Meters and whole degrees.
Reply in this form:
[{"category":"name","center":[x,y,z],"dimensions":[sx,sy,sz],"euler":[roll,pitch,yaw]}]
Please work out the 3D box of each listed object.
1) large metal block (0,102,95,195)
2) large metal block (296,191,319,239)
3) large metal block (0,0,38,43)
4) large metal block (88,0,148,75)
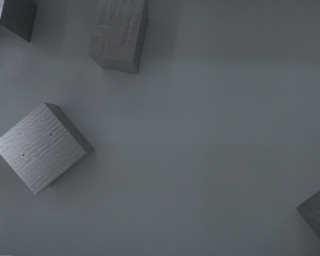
[{"category":"large metal block","center":[-0.145,0.025,0.398],"dimensions":[0.080,0.050,0.080],"euler":[-40,90,0]},{"category":"large metal block","center":[0.231,0.127,0.386],"dimensions":[0.050,0.080,0.080],"euler":[-37,90,0]},{"category":"large metal block","center":[-0.212,-0.149,0.382],"dimensions":[0.080,0.080,0.050],"euler":[12,90,0]},{"category":"large metal block","center":[-0.047,-0.116,0.383],"dimensions":[0.050,0.080,0.080],"euler":[11,90,0]}]
